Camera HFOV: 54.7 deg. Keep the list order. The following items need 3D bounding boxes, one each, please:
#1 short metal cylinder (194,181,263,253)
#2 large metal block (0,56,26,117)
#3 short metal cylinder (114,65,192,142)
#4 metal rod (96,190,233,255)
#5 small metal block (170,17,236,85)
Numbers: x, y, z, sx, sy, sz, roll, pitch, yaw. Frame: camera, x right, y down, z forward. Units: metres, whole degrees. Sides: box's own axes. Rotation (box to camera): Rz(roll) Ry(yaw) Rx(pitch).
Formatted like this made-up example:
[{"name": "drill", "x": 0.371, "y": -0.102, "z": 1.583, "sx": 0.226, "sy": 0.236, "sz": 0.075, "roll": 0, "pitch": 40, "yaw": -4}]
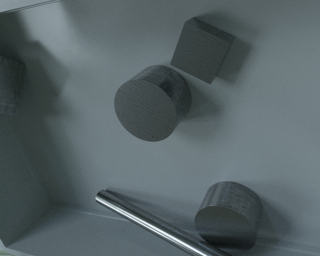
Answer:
[{"name": "short metal cylinder", "x": 0.093, "y": 0.119, "z": 0.417, "sx": 0.080, "sy": 0.050, "sz": 0.079, "roll": 13, "pitch": 124, "yaw": 20}, {"name": "large metal block", "x": -0.256, "y": -0.063, "z": 0.462, "sx": 0.080, "sy": 0.050, "sz": 0.080, "roll": 6, "pitch": 87, "yaw": 24}, {"name": "short metal cylinder", "x": -0.008, "y": -0.030, "z": 0.377, "sx": 0.080, "sy": 0.050, "sz": 0.079, "roll": 13, "pitch": 124, "yaw": 20}, {"name": "metal rod", "x": 0.016, "y": 0.153, "z": 0.447, "sx": 0.300, "sy": 0.025, "sz": 0.025, "roll": 17, "pitch": 126, "yaw": 35}, {"name": "small metal block", "x": 0.045, "y": -0.083, "z": 0.333, "sx": 0.050, "sy": 0.025, "sz": 0.050, "roll": 28, "pitch": 128, "yaw": 10}]
